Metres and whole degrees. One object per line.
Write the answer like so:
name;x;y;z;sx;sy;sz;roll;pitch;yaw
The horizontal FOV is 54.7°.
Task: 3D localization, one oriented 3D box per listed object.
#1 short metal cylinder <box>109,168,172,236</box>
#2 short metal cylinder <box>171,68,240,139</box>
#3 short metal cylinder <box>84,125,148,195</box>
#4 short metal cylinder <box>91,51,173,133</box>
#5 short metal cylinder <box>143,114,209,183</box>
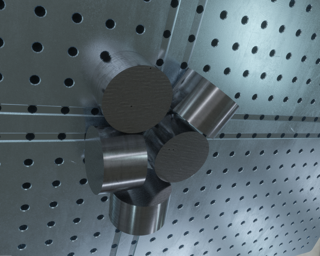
short metal cylinder;-0.027;0.097;0.420;0.081;0.080;0.050;-6;122;-25
short metal cylinder;0.051;-0.030;0.384;0.080;0.080;0.050;32;100;-38
short metal cylinder;-0.055;0.036;0.369;0.050;0.080;0.079;-3;120;-28
short metal cylinder;-0.033;-0.041;0.351;0.081;0.050;0.079;-13;124;-20
short metal cylinder;0.019;0.027;0.422;0.081;0.050;0.079;-14;125;-21
